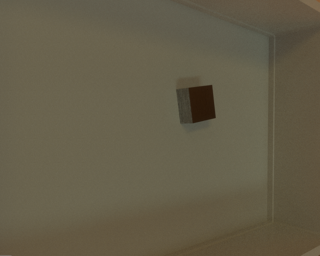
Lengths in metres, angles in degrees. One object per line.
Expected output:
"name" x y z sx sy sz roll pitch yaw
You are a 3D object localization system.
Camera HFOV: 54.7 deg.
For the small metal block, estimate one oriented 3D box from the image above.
"small metal block" 0.053 -0.035 0.454 0.050 0.025 0.050 -13 98 -40
